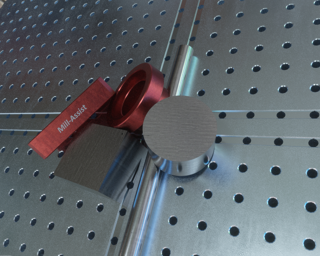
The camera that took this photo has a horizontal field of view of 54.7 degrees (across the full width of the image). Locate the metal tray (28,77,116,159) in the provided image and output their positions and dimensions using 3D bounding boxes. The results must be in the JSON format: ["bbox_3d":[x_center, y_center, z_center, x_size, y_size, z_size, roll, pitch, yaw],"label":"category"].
[{"bbox_3d":[-0.123,-0.018,0.449,0.130,0.030,0.090,-44,13,-2],"label":"metal tray"}]

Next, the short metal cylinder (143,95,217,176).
[{"bbox_3d":[0.023,0.010,0.357,0.080,0.050,0.080,-2,64,4],"label":"short metal cylinder"}]

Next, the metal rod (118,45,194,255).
[{"bbox_3d":[0.001,0.016,0.398,0.025,0.025,0.300,1,62,29],"label":"metal rod"}]

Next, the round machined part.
[{"bbox_3d":[-0.026,-0.035,0.416,0.098,0.042,0.098,-37,36,34],"label":"round machined part"}]

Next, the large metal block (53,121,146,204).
[{"bbox_3d":[-0.078,0.043,0.407,0.080,0.050,0.080,11,67,32],"label":"large metal block"}]
